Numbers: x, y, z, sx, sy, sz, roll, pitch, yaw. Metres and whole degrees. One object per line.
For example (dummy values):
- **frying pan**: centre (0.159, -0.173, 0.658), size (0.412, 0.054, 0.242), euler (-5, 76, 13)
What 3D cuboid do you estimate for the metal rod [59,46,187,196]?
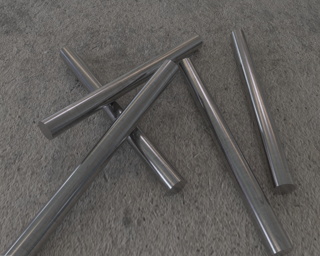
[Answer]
- **metal rod**: centre (-0.066, -0.027, 0.425), size (0.025, 0.025, 0.300), euler (-28, 56, -22)

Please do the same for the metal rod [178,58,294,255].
- **metal rod**: centre (0.080, 0.011, 0.394), size (0.025, 0.025, 0.300), euler (-12, 51, -10)

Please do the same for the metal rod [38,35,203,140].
- **metal rod**: centre (-0.033, -0.072, 0.437), size (0.025, 0.025, 0.302), euler (33, 49, 24)

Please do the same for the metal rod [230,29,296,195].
- **metal rod**: centre (0.137, -0.046, 0.442), size (0.025, 0.025, 0.300), euler (-1, 50, -1)

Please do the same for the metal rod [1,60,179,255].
- **metal rod**: centre (-0.065, 0.026, 0.355), size (0.025, 0.025, 0.301), euler (26, 62, 20)
